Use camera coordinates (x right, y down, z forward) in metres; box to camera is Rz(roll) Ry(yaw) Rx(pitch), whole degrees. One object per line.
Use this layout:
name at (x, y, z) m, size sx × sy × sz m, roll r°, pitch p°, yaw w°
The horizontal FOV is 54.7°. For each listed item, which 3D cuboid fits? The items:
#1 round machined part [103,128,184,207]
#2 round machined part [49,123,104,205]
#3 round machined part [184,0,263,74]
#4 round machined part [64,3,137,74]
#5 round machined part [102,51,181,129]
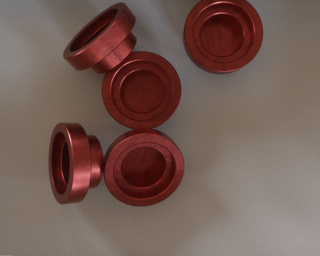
round machined part at (-0.022, 0.046, 0.392) m, size 0.099 × 0.042 × 0.097 m, roll -4°, pitch 109°, yaw -12°
round machined part at (-0.103, 0.042, 0.383) m, size 0.042 × 0.098 × 0.097 m, roll 1°, pitch 90°, yaw -34°
round machined part at (0.079, -0.118, 0.404) m, size 0.099 × 0.042 × 0.097 m, roll 0°, pitch 90°, yaw -1°
round machined part at (-0.068, -0.105, 0.382) m, size 0.098 × 0.098 × 0.042 m, roll -43°, pitch 123°, yaw 0°
round machined part at (-0.023, -0.047, 0.403) m, size 0.099 × 0.042 × 0.097 m, roll 0°, pitch 90°, yaw -1°
